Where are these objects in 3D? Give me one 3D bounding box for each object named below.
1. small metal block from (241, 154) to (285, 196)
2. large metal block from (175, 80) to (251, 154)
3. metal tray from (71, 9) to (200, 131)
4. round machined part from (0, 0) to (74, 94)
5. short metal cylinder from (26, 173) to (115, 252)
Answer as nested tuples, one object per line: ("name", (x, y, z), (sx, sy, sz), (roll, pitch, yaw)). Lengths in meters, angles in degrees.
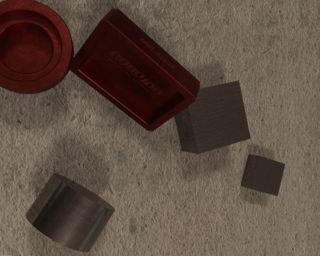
("small metal block", (0.156, 0.071, 0.469), (0.050, 0.025, 0.050), (18, 84, -20))
("large metal block", (0.068, -0.015, 0.422), (0.081, 0.050, 0.080), (-14, 95, -20))
("metal tray", (-0.030, -0.061, 0.363), (0.130, 0.090, 0.030), (39, 44, -17))
("round machined part", (-0.146, -0.086, 0.341), (0.099, 0.042, 0.097), (0, 89, -12))
("short metal cylinder", (-0.098, 0.093, 0.344), (0.080, 0.080, 0.050), (35, 79, -17))
